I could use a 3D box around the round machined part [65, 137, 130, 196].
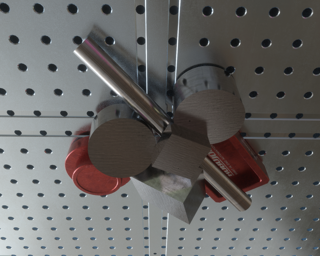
[{"bbox_3d":[-0.087,0.060,0.445,0.099,0.042,0.097,0,130,0],"label":"round machined part"}]

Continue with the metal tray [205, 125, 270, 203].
[{"bbox_3d":[0.088,0.050,0.447,0.090,0.030,0.130,-29,125,22],"label":"metal tray"}]

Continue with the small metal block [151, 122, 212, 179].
[{"bbox_3d":[0.024,0.027,0.361,0.050,0.025,0.050,21,119,-17],"label":"small metal block"}]

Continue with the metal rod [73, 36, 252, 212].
[{"bbox_3d":[0.017,0.009,0.382,0.025,0.025,0.300,-35,113,26],"label":"metal rod"}]

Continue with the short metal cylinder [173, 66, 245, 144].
[{"bbox_3d":[0.056,-0.026,0.369,0.081,0.050,0.079,0,130,0],"label":"short metal cylinder"}]

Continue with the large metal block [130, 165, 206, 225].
[{"bbox_3d":[0.013,0.079,0.423,0.080,0.050,0.080,22,152,25],"label":"large metal block"}]

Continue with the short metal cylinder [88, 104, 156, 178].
[{"bbox_3d":[-0.048,0.015,0.388,0.081,0.050,0.079,-3,114,-8],"label":"short metal cylinder"}]
